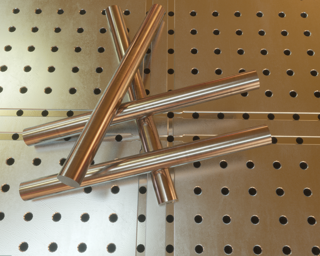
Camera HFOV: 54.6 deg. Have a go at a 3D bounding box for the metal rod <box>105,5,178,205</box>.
[{"bbox_3d":[-0.031,-0.045,0.427,0.025,0.025,0.299,-15,71,-5],"label":"metal rod"}]

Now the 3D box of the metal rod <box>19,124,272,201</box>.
[{"bbox_3d":[-0.021,0.043,0.371,0.301,0.025,0.025,-14,70,5],"label":"metal rod"}]

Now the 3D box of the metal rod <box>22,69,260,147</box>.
[{"bbox_3d":[-0.028,-0.024,0.393,0.301,0.025,0.025,-14,70,5],"label":"metal rod"}]

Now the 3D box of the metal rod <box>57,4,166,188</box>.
[{"bbox_3d":[-0.048,-0.063,0.397,0.025,0.025,0.300,17,57,6],"label":"metal rod"}]
